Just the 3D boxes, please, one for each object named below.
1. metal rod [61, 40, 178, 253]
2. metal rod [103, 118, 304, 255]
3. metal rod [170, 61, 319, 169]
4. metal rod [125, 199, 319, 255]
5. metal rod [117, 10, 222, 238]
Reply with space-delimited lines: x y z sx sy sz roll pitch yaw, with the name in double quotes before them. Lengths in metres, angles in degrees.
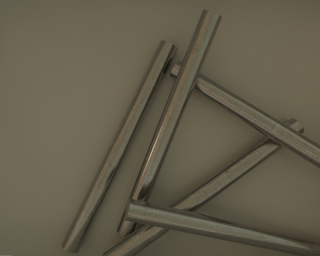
"metal rod" -0.053 0.024 0.410 0.025 0.025 0.299 26 90 0
"metal rod" 0.059 0.082 0.400 0.301 0.025 0.025 -35 90 -5
"metal rod" 0.144 0.002 0.387 0.301 0.025 0.025 33 90 10
"metal rod" 0.106 0.132 0.386 0.302 0.025 0.025 15 90 -10
"metal rod" 0.009 0.001 0.392 0.025 0.025 0.298 22 98 0
